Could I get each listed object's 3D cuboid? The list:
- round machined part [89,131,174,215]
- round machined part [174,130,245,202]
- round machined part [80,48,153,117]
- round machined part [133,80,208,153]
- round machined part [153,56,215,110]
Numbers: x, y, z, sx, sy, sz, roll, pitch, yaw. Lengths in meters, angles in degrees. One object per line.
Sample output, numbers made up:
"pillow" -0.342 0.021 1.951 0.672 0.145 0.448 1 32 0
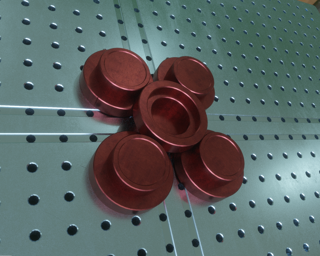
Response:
"round machined part" -0.028 0.046 0.356 0.099 0.042 0.098 14 56 -21
"round machined part" 0.072 0.044 0.410 0.099 0.042 0.098 14 56 -21
"round machined part" -0.052 -0.067 0.410 0.099 0.042 0.098 14 56 -21
"round machined part" 0.010 -0.011 0.409 0.099 0.042 0.098 14 56 -21
"round machined part" 0.041 -0.068 0.462 0.099 0.042 0.098 14 56 -21
